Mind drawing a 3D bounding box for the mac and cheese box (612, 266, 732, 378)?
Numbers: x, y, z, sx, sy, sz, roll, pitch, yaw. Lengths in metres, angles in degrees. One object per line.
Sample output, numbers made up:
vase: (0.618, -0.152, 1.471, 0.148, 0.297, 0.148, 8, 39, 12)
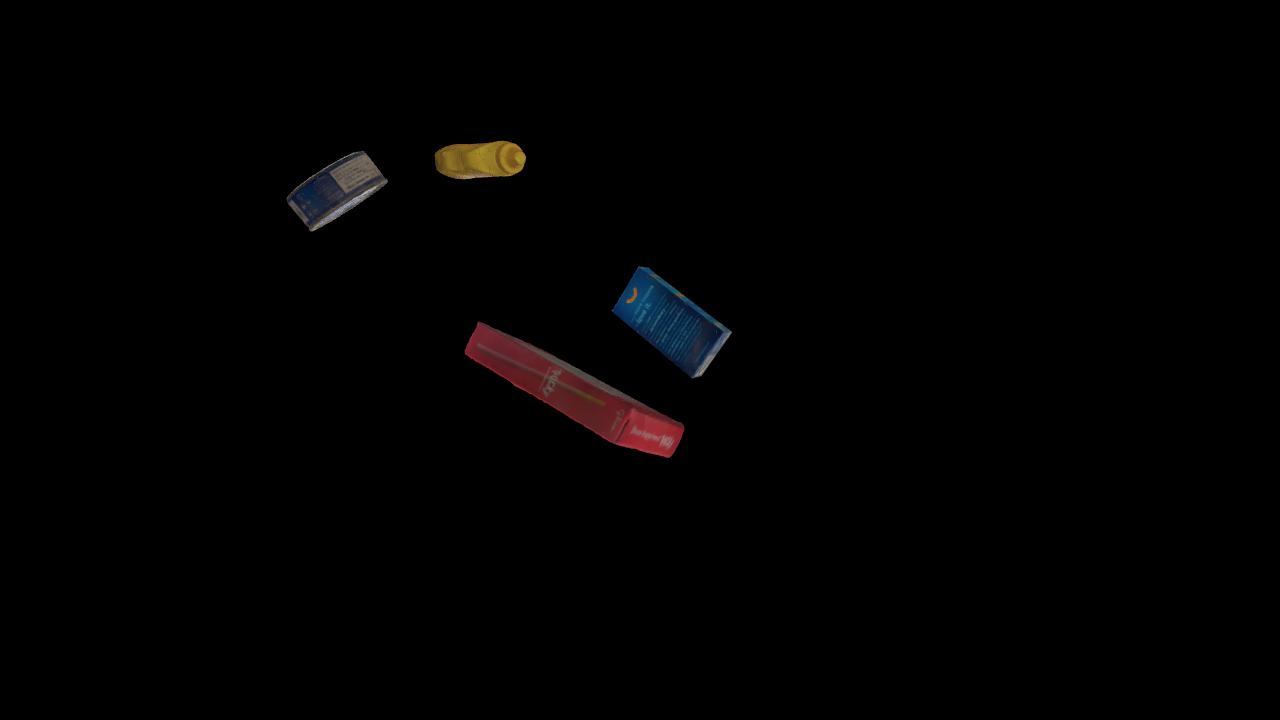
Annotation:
mac and cheese box: (0.048, -0.062, 0.988, 0.184, 0.093, 0.041, 41, 23, 22)

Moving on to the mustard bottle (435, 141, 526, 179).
mustard bottle: (-0.227, -0.300, 0.924, 0.092, 0.054, 0.184, -10, 18, -42)

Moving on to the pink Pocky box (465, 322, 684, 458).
pink Pocky box: (-0.049, 0.022, 0.450, 0.155, 0.029, 0.084, 26, -1, 31)

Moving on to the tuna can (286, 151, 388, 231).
tuna can: (-0.277, -0.155, 0.564, 0.084, 0.034, 0.084, -29, 22, 13)
